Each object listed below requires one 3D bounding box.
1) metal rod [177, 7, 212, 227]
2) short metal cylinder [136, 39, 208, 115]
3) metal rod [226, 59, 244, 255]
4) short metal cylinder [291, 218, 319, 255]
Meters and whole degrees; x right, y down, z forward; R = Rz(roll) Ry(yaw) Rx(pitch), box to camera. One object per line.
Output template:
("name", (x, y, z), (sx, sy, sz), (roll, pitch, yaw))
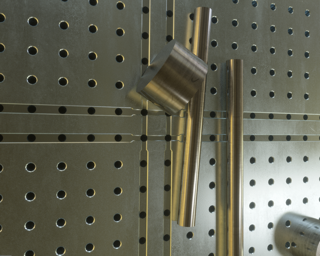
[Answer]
("metal rod", (0.048, -0.016, 0.430), (0.025, 0.025, 0.298), (5, 88, -20))
("short metal cylinder", (0.014, -0.063, 0.388), (0.050, 0.080, 0.080), (34, 79, -17))
("metal rod", (0.109, 0.051, 0.452), (0.025, 0.025, 0.298), (0, 90, -20))
("short metal cylinder", (0.260, 0.191, 0.496), (0.081, 0.050, 0.079), (0, 90, -20))
